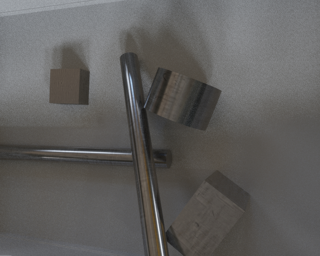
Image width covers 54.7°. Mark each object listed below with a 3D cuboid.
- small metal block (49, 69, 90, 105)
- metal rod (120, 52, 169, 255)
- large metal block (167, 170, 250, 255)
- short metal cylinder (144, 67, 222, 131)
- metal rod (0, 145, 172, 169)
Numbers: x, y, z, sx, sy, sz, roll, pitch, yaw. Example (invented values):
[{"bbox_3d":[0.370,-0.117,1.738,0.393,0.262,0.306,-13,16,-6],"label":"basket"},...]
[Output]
[{"bbox_3d":[-0.133,-0.060,0.456,0.050,0.025,0.050,3,91,19],"label":"small metal block"},{"bbox_3d":[-0.019,0.038,0.364,0.025,0.025,0.299,-19,64,19],"label":"metal rod"},{"bbox_3d":[0.057,0.101,0.361,0.050,0.080,0.080,37,102,16],"label":"large metal block"},{"bbox_3d":[0.027,-0.035,0.371,0.080,0.080,0.050,23,98,18],"label":"short metal cylinder"},{"bbox_3d":[-0.130,0.040,0.454,0.301,0.025,0.025,0,90,19],"label":"metal rod"}]
